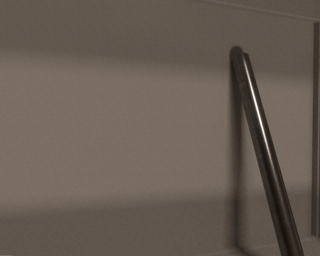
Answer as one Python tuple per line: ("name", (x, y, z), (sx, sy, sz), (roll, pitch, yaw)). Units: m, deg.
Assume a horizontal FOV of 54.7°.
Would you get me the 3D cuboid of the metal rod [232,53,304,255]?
("metal rod", (0.139, 0.035, 0.406), (0.025, 0.025, 0.299), (0, 68, -20))
